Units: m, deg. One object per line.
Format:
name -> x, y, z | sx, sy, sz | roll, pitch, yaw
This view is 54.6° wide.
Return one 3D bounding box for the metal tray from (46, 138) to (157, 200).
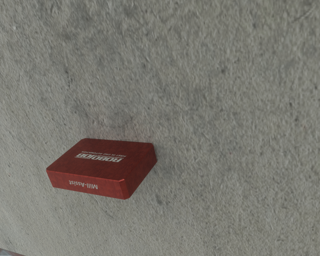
metal tray -> -0.082, 0.053, 0.441 | 0.130, 0.090, 0.030 | 3, 120, 27
